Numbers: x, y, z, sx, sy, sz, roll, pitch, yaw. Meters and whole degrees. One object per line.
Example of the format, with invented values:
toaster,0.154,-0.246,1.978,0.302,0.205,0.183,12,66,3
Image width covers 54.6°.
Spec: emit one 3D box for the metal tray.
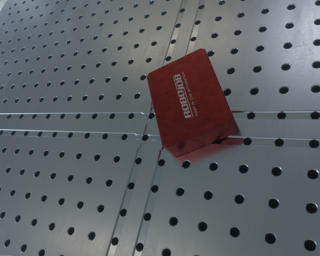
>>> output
metal tray,0.038,-0.036,0.408,0.090,0.030,0.130,-23,53,14
